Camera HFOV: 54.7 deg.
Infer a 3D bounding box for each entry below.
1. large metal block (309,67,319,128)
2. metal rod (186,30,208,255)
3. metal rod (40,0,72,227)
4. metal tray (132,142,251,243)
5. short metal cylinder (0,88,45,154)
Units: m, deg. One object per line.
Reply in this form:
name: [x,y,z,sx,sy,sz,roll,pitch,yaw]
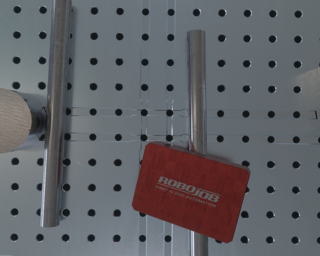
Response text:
large metal block: [0.253,-0.046,0.403,0.080,0.050,0.080,-10,90,0]
metal rod: [0.050,0.022,0.413,0.025,0.025,0.298,-1,90,0]
metal rod: [-0.138,-0.021,0.412,0.025,0.025,0.298,3,90,0]
metal tray: [0.037,0.076,0.388,0.130,0.030,0.089,15,95,18]
short metal cylinder: [-0.195,-0.009,0.399,0.081,0.050,0.079,0,90,0]
